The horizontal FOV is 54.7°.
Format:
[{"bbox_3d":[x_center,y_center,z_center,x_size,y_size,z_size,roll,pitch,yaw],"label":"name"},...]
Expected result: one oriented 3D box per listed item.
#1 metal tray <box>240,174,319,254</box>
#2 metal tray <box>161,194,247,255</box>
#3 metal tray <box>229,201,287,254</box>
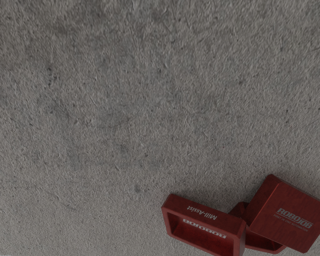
[{"bbox_3d":[0.206,0.140,0.499,0.131,0.030,0.090,27,98,-20],"label":"metal tray"},{"bbox_3d":[0.071,0.164,0.504,0.130,0.030,0.090,15,136,27],"label":"metal tray"},{"bbox_3d":[0.181,0.184,0.561,0.131,0.030,0.089,17,128,-15],"label":"metal tray"}]
